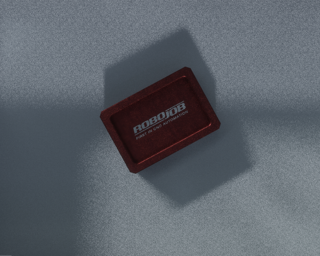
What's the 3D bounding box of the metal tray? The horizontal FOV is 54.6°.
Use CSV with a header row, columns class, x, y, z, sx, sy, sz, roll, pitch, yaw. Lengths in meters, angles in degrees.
class,x,y,z,sx,sy,sz,roll,pitch,yaw
metal tray,0.000,-0.010,0.406,0.130,0.030,0.090,-28,90,-1
